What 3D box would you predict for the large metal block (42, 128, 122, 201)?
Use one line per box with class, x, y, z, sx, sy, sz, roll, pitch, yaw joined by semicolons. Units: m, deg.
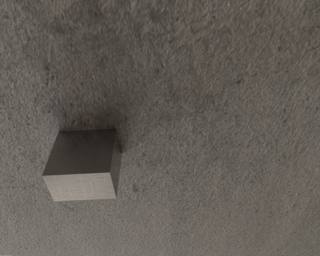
large metal block;-0.097;0.047;0.410;0.080;0.080;0.050;-3;130;2
